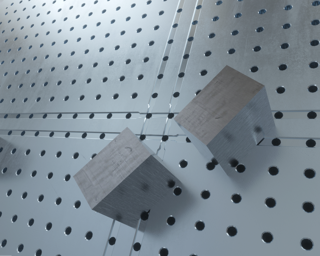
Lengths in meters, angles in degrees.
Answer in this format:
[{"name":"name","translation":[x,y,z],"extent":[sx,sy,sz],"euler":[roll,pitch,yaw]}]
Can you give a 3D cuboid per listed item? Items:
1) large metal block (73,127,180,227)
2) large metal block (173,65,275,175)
[{"name":"large metal block","translation":[-0.035,0.058,0.354],"extent":[0.080,0.080,0.050],"euler":[-43,51,-2]},{"name":"large metal block","translation":[0.073,-0.006,0.338],"extent":[0.080,0.080,0.050],"euler":[-46,51,-4]}]
